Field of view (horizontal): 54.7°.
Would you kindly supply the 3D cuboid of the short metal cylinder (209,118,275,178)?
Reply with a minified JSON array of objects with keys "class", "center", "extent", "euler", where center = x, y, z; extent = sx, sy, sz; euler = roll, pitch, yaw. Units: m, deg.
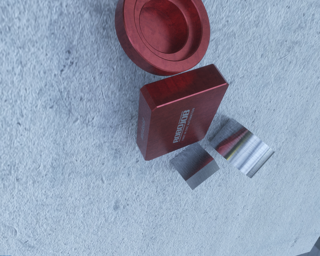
[{"class":"short metal cylinder","center":[0.120,0.029,0.457],"extent":[0.080,0.080,0.050],"euler":[33,100,-39]}]

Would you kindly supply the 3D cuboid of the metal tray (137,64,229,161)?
[{"class":"metal tray","center":[0.021,-0.013,0.371],"extent":[0.091,0.030,0.129],"euler":[-20,155,-17]}]

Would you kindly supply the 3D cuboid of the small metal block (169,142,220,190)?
[{"class":"small metal block","center":[0.050,0.054,0.453],"extent":[0.050,0.050,0.025],"euler":[-37,130,-4]}]

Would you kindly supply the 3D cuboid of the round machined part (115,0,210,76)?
[{"class":"round machined part","center":[0.000,-0.101,0.316],"extent":[0.099,0.042,0.097],"euler":[2,86,-30]}]
